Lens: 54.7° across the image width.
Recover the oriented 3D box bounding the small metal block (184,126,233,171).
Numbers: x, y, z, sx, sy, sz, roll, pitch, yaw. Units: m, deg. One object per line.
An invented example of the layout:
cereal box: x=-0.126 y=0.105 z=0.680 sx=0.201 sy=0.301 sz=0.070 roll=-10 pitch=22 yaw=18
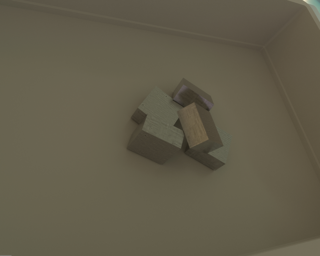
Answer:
small metal block: x=0.068 y=0.022 z=0.428 sx=0.050 sy=0.025 sz=0.050 roll=31 pitch=52 yaw=-9

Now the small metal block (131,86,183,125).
small metal block: x=-0.002 y=-0.020 z=0.415 sx=0.050 sy=0.025 sz=0.050 roll=37 pitch=51 yaw=-4

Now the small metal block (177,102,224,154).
small metal block: x=0.051 y=0.001 z=0.385 sx=0.050 sy=0.025 sz=0.050 roll=22 pitch=45 yaw=-57

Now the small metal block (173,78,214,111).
small metal block: x=0.047 y=-0.043 z=0.443 sx=0.050 sy=0.025 sz=0.050 roll=32 pitch=19 yaw=-8

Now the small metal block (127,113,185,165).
small metal block: x=-0.006 y=0.015 z=0.376 sx=0.050 sy=0.050 sz=0.025 roll=26 pitch=53 yaw=-13
